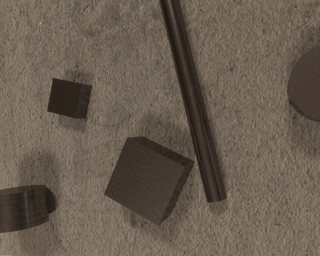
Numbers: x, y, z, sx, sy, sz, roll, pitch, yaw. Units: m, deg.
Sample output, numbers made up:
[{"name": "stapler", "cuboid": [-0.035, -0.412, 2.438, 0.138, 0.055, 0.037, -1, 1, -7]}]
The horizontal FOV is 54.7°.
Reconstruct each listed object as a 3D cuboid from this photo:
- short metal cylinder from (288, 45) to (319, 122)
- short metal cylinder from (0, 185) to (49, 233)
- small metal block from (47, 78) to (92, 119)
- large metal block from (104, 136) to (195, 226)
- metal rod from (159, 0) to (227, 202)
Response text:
[{"name": "short metal cylinder", "cuboid": [0.181, -0.046, 0.332, 0.080, 0.050, 0.079, 0, 90, 19]}, {"name": "short metal cylinder", "cuboid": [-0.207, 0.115, 0.451, 0.080, 0.080, 0.050, -6, 88, 19]}, {"name": "small metal block", "cuboid": [-0.133, -0.043, 0.454, 0.050, 0.025, 0.050, 13, 94, 19]}, {"name": "large metal block", "cuboid": [-0.013, 0.064, 0.399, 0.080, 0.050, 0.080, 25, 98, 18]}, {"name": "metal rod", "cuboid": [0.037, -0.056, 0.395, 0.025, 0.025, 0.298, -14, 85, 19]}]
